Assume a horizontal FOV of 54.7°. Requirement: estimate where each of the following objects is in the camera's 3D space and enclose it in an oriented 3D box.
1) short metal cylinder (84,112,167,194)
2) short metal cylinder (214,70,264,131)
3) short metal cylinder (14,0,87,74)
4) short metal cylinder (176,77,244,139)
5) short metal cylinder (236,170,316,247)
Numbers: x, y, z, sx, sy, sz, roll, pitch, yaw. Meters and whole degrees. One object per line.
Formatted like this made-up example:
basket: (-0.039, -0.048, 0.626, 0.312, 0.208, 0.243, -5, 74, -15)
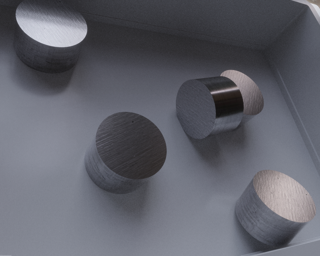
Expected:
short metal cylinder: (-0.039, 0.029, 0.351, 0.081, 0.050, 0.080, 14, 56, -21)
short metal cylinder: (0.110, -0.041, 0.474, 0.081, 0.050, 0.080, 14, 56, -21)
short metal cylinder: (-0.137, -0.115, 0.386, 0.081, 0.050, 0.080, 14, 56, -21)
short metal cylinder: (0.066, -0.029, 0.423, 0.050, 0.080, 0.080, -12, 68, -33)
short metal cylinder: (0.143, 0.099, 0.389, 0.081, 0.050, 0.080, 14, 36, -10)
